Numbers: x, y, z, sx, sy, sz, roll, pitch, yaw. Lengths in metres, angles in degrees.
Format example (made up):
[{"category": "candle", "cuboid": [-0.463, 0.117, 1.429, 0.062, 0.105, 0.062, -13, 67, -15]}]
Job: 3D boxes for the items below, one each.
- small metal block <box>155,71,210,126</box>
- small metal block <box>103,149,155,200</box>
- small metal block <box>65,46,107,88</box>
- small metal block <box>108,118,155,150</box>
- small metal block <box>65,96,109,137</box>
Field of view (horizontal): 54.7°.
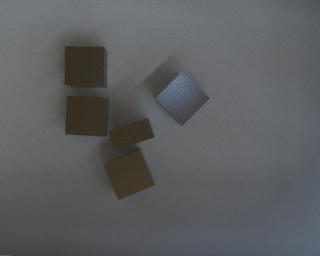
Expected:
[{"category": "small metal block", "cuboid": [0.029, -0.038, 0.412, 0.050, 0.025, 0.050, 45, 90, -1]}, {"category": "small metal block", "cuboid": [-0.040, 0.061, 0.411, 0.050, 0.025, 0.050, -23, 90, -1]}, {"category": "small metal block", "cuboid": [-0.097, -0.080, 0.410, 0.050, 0.025, 0.050, 1, 90, -1]}, {"category": "small metal block", "cuboid": [-0.035, 0.007, 0.399, 0.050, 0.050, 0.025, -18, 90, 0]}, {"category": "small metal block", "cuboid": [-0.096, -0.015, 0.410, 0.050, 0.025, 0.050, 3, 90, -1]}]
